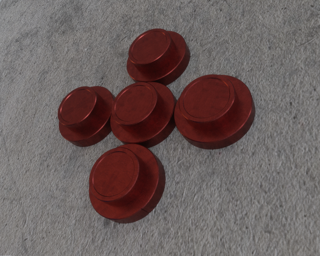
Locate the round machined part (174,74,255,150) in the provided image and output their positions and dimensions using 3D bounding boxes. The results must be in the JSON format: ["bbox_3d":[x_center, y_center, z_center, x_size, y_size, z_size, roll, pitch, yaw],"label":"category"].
[{"bbox_3d":[0.062,-0.026,0.377,0.098,0.042,0.098,-13,56,20],"label":"round machined part"}]

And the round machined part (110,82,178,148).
[{"bbox_3d":[-0.026,-0.024,0.421,0.098,0.042,0.098,-13,56,20],"label":"round machined part"}]

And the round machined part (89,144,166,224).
[{"bbox_3d":[-0.046,0.063,0.378,0.098,0.042,0.098,-13,56,20],"label":"round machined part"}]

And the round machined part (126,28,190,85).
[{"bbox_3d":[-0.008,-0.110,0.465,0.098,0.042,0.098,-13,56,20],"label":"round machined part"}]

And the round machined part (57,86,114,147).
[{"bbox_3d":[-0.113,-0.024,0.466,0.098,0.042,0.098,-13,56,20],"label":"round machined part"}]
